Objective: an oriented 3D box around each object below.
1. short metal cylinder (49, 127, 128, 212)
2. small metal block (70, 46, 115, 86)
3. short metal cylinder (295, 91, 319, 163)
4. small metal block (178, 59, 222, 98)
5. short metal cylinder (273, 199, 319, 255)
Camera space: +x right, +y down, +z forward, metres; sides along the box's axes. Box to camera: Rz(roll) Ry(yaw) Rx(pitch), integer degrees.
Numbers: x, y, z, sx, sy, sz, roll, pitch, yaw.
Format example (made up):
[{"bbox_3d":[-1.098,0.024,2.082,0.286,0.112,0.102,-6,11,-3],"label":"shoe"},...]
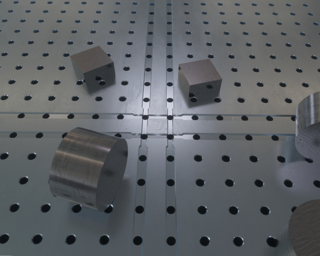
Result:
[{"bbox_3d":[-0.074,0.044,0.335,0.050,0.080,0.080,14,52,12],"label":"short metal cylinder"},{"bbox_3d":[-0.106,-0.100,0.490,0.050,0.025,0.050,-27,55,-21],"label":"small metal block"},{"bbox_3d":[0.207,0.000,0.373,0.080,0.080,0.050,13,51,10],"label":"short metal cylinder"},{"bbox_3d":[0.060,-0.077,0.472,0.050,0.025,0.050,-12,51,-10],"label":"small metal block"},{"bbox_3d":[0.156,0.116,0.295,0.081,0.050,0.080,0,50,0],"label":"short metal cylinder"}]
